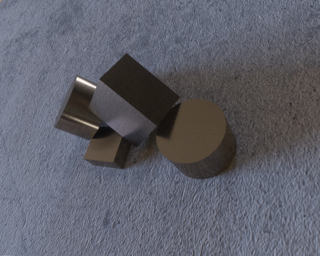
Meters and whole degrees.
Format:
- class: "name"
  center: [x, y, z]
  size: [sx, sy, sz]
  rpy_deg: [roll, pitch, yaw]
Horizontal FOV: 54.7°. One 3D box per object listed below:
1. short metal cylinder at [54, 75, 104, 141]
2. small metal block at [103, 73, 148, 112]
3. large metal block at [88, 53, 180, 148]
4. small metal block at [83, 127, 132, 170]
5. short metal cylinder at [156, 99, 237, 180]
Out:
- class: "short metal cylinder"
  center: [-0.110, -0.028, 0.439]
  size: [0.080, 0.050, 0.080]
  rpy_deg: [-49, 27, 37]
- class: "small metal block"
  center: [-0.050, -0.052, 0.462]
  size: [0.050, 0.025, 0.050]
  rpy_deg: [-1, 61, 27]
- class: "large metal block"
  center: [-0.035, -0.030, 0.382]
  size: [0.080, 0.080, 0.050]
  rpy_deg: [39, 60, -3]
- class: "small metal block"
  center: [-0.069, 0.026, 0.423]
  size: [0.050, 0.025, 0.050]
  rpy_deg: [3, 63, 29]
- class: "short metal cylinder"
  center: [0.043, 0.013, 0.358]
  size: [0.080, 0.050, 0.080]
  rpy_deg: [-13, 56, 20]
